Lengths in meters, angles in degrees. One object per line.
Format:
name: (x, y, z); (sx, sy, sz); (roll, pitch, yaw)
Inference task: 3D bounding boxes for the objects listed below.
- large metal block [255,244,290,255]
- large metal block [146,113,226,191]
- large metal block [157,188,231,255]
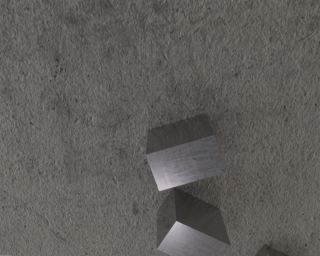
large metal block: (0.183, 0.244, 0.488); (0.080, 0.050, 0.080); (26, 108, -10)
large metal block: (0.030, 0.027, 0.391); (0.080, 0.080, 0.050); (-17, 109, 6)
large metal block: (0.043, 0.139, 0.432); (0.080, 0.080, 0.050); (27, 108, -10)
